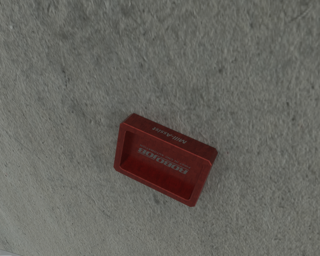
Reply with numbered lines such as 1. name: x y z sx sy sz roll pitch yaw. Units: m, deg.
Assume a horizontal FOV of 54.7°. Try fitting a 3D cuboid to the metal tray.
1. metal tray: 0.003 0.045 0.427 0.130 0.030 0.089 24 127 13
